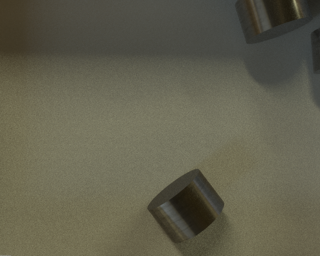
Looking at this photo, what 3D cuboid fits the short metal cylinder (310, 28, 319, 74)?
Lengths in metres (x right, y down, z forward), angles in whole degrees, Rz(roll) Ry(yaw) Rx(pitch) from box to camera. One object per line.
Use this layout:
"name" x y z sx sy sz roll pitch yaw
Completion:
"short metal cylinder" 0.235 -0.100 0.387 0.081 0.080 0.050 -4 90 -1

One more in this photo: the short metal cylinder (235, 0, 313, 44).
"short metal cylinder" 0.140 -0.144 0.386 0.080 0.080 0.050 -17 91 0

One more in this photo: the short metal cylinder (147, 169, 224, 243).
"short metal cylinder" 0.032 0.095 0.384 0.080 0.080 0.050 -37 90 0
